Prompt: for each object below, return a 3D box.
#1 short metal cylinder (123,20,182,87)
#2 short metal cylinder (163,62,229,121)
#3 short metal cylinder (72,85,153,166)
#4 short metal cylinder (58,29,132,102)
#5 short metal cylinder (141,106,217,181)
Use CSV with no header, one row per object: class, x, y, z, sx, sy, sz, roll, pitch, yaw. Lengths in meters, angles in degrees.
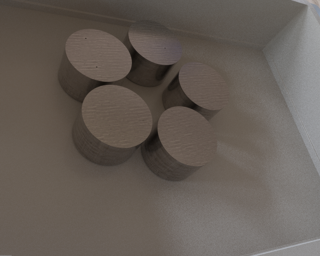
short metal cylinder,-0.016,-0.107,0.443,0.081,0.050,0.080,14,56,-21
short metal cylinder,0.051,-0.047,0.443,0.081,0.050,0.080,14,56,-21
short metal cylinder,-0.056,-0.003,0.359,0.081,0.050,0.080,14,56,-21
short metal cylinder,-0.082,-0.076,0.389,0.081,0.050,0.080,14,56,-21
short metal cylinder,0.023,0.020,0.387,0.081,0.050,0.080,14,56,-21
